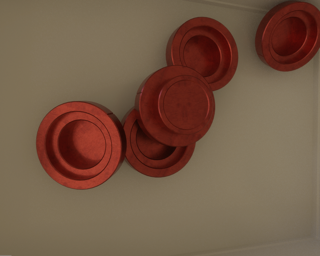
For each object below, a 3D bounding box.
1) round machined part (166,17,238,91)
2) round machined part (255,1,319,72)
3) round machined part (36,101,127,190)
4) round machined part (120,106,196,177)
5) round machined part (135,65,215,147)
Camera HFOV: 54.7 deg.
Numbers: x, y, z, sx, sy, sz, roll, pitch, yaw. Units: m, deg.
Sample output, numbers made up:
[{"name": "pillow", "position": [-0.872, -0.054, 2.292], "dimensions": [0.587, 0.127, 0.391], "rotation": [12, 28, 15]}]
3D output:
[{"name": "round machined part", "position": [0.053, -0.096, 0.422], "dimensions": [0.099, 0.042, 0.097], "rotation": [0, 90, -21]}, {"name": "round machined part", "position": [0.186, -0.137, 0.458], "dimensions": [0.099, 0.042, 0.097], "rotation": [-6, 118, -11]}, {"name": "round machined part", "position": [-0.086, 0.017, 0.356], "dimensions": [0.098, 0.042, 0.097], "rotation": [1, 96, 9]}, {"name": "round machined part", "position": [-0.006, 0.012, 0.400], "dimensions": [0.099, 0.042, 0.097], "rotation": [0, 90, -21]}, {"name": "round machined part", "position": [0.023, -0.026, 0.366], "dimensions": [0.099, 0.042, 0.097], "rotation": [0, 90, -21]}]
